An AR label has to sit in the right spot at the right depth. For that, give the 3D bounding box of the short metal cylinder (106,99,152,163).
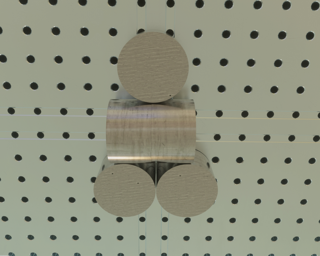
[{"bbox_3d":[-0.035,0.004,0.385,0.050,0.080,0.079,0,110,-1],"label":"short metal cylinder"}]

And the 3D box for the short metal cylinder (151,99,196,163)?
[{"bbox_3d":[0.015,0.004,0.386,0.050,0.080,0.079,0,110,-1],"label":"short metal cylinder"}]

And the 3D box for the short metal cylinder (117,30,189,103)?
[{"bbox_3d":[-0.008,-0.076,0.372,0.081,0.050,0.079,0,110,-1],"label":"short metal cylinder"}]

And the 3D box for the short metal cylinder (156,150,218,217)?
[{"bbox_3d":[0.035,0.074,0.426,0.081,0.050,0.079,0,110,-1],"label":"short metal cylinder"}]

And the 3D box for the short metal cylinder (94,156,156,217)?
[{"bbox_3d":[-0.046,0.074,0.426,0.081,0.050,0.079,0,110,-1],"label":"short metal cylinder"}]
